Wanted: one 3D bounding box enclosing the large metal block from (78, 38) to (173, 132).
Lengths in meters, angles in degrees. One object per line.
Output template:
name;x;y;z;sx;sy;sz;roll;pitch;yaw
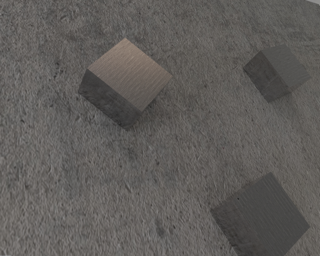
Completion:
large metal block;-0.043;-0.056;0.399;0.080;0.050;0.080;39;51;-2

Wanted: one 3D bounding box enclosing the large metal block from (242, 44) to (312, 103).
large metal block;0.212;-0.100;0.563;0.081;0.050;0.080;-22;73;-36

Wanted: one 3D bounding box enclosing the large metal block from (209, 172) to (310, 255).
large metal block;0.124;0.113;0.385;0.081;0.050;0.080;-23;74;-36
